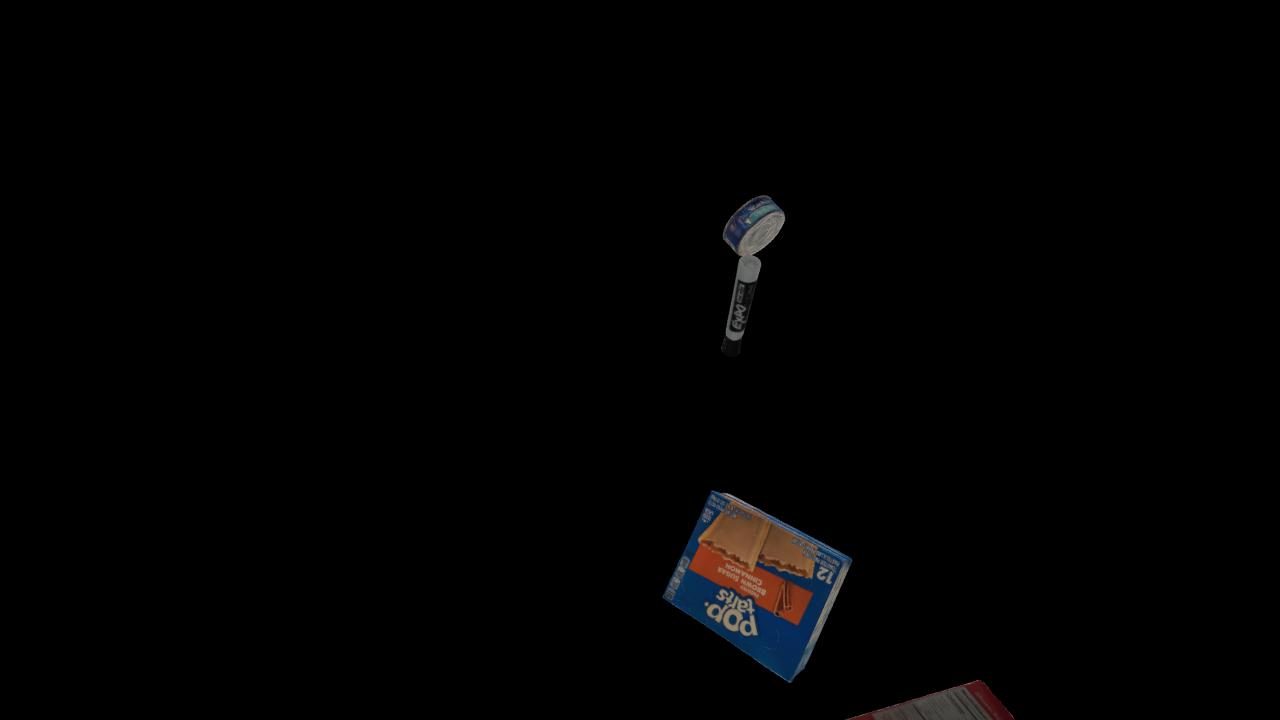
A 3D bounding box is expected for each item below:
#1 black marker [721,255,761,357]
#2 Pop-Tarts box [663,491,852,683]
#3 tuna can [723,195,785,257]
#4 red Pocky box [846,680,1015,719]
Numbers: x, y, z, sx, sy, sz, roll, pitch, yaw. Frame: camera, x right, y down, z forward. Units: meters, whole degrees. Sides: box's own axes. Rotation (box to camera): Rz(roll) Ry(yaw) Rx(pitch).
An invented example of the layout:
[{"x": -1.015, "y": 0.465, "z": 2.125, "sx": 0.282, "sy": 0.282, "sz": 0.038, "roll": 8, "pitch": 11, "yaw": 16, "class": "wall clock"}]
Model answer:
[{"x": 0.089, "y": -0.044, "z": 0.553, "sx": 0.020, "sy": 0.020, "sz": 0.121, "roll": 0, "pitch": -38, "yaw": -2, "class": "black marker"}, {"x": 0.135, "y": 0.253, "z": 0.714, "sx": 0.167, "sy": 0.141, "sz": 0.083, "roll": 24, "pitch": -3, "yaw": 31, "class": "Pop-Tarts box"}, {"x": 0.157, "y": -0.182, "z": 0.842, "sx": 0.084, "sy": 0.034, "sz": 0.084, "roll": -30, "pitch": -23, "yaw": -14, "class": "tuna can"}, {"x": 0.192, "y": 0.257, "z": 0.383, "sx": 0.155, "sy": 0.028, "sz": 0.083, "roll": 5, "pitch": 29, "yaw": -29, "class": "red Pocky box"}]
